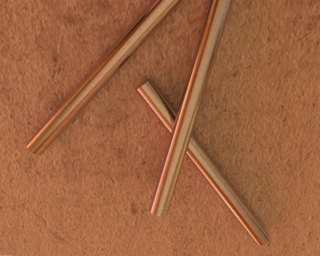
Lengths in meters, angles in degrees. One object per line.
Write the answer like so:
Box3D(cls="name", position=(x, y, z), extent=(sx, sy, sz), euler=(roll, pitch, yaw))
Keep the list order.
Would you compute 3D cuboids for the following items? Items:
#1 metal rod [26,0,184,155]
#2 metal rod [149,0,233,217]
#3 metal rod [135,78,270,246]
Box3D(cls="metal rod", position=(-0.065, -0.074, 0.381), extent=(0.025, 0.025, 0.299), euler=(42, 104, -14))
Box3D(cls="metal rod", position=(0.038, -0.031, 0.377), extent=(0.025, 0.025, 0.298), euler=(15, 101, -6))
Box3D(cls="metal rod", position=(0.068, 0.057, 0.431), extent=(0.025, 0.025, 0.300), euler=(-35, 107, 11))
